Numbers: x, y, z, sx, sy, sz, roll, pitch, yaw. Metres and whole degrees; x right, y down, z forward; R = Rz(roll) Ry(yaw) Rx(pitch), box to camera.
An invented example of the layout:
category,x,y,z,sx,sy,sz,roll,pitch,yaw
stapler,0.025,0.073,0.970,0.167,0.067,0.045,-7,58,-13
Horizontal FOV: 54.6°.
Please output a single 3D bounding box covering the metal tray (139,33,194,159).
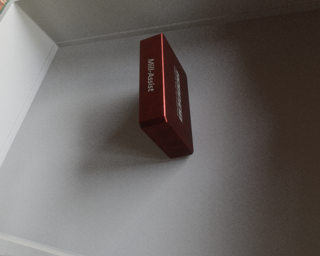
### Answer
category,x,y,z,sx,sy,sz,roll,pitch,yaw
metal tray,0.008,-0.039,0.381,0.030,0.090,0.130,-14,56,19
